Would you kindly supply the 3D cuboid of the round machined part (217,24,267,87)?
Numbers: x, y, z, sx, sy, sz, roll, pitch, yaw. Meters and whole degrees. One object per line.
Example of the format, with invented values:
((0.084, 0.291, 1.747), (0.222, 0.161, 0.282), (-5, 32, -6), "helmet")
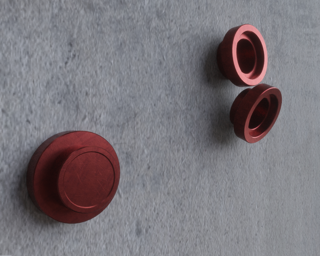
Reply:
((0.130, -0.115, 0.506), (0.099, 0.042, 0.097), (0, 90, -40), "round machined part")

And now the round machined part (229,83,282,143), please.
((0.153, -0.027, 0.510), (0.099, 0.042, 0.097), (-23, 129, -32), "round machined part")

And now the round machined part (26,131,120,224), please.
((-0.083, 0.052, 0.326), (0.099, 0.042, 0.097), (0, 90, -40), "round machined part")
